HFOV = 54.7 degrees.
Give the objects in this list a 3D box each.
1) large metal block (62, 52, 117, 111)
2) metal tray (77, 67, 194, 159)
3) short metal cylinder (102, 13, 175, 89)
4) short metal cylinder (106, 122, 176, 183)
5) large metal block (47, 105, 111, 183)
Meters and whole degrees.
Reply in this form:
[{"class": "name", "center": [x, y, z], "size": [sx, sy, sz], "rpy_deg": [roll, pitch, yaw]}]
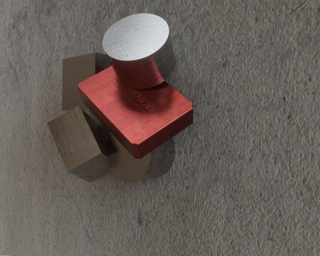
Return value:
[{"class": "large metal block", "center": [-0.105, -0.066, 0.474], "size": [0.080, 0.050, 0.080], "rpy_deg": [1, 91, 40]}, {"class": "metal tray", "center": [-0.032, -0.032, 0.392], "size": [0.130, 0.091, 0.030], "rpy_deg": [43, 156, 31]}, {"class": "short metal cylinder", "center": [-0.024, -0.095, 0.384], "size": [0.080, 0.050, 0.080], "rpy_deg": [-6, 57, 9]}, {"class": "short metal cylinder", "center": [-0.026, 0.030, 0.412], "size": [0.080, 0.050, 0.080], "rpy_deg": [0, 90, 40]}, {"class": "large metal block", "center": [-0.109, 0.026, 0.452], "size": [0.050, 0.080, 0.080], "rpy_deg": [-30, 68, -2]}]
